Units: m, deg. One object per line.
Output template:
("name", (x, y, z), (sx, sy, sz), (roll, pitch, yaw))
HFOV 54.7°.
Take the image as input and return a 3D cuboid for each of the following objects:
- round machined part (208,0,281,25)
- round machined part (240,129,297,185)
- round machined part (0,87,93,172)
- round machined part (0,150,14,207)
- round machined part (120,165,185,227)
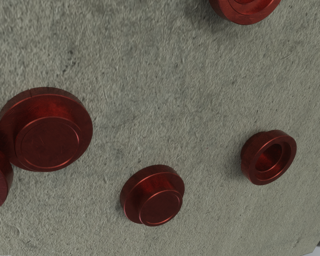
("round machined part", (0.092, -0.168, 0.342), (0.099, 0.042, 0.097), (-14, 124, -21))
("round machined part", (0.175, 0.045, 0.519), (0.099, 0.042, 0.097), (-14, 124, -21))
("round machined part", (-0.121, 0.008, 0.335), (0.099, 0.042, 0.097), (-14, 124, -21))
("round machined part", (-0.196, 0.041, 0.302), (0.099, 0.042, 0.097), (-4, 126, -6))
("round machined part", (-0.006, 0.106, 0.458), (0.099, 0.042, 0.097), (-14, 124, -21))
